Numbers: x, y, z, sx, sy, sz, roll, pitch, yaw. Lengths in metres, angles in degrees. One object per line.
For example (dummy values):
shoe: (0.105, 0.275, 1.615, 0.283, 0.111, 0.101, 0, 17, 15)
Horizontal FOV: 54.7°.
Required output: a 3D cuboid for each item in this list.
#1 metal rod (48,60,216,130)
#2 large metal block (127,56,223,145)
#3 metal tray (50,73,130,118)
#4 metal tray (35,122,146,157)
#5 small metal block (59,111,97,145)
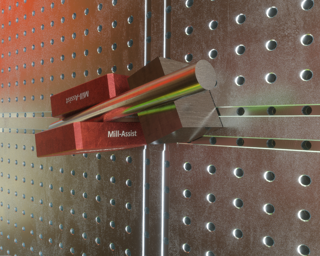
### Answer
metal rod: (-0.060, -0.020, 0.359, 0.299, 0.025, 0.025, -13, 82, 48)
large metal block: (0.018, -0.028, 0.356, 0.050, 0.081, 0.080, -28, 73, 36)
metal tray: (-0.076, -0.039, 0.426, 0.130, 0.091, 0.030, -11, 84, 39)
metal tray: (-0.080, 0.014, 0.404, 0.090, 0.131, 0.030, -12, 83, 39)
small metal block: (-0.132, 0.000, 0.498, 0.025, 0.050, 0.050, -11, 83, 39)
